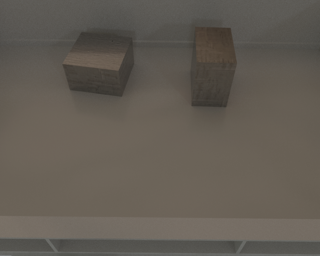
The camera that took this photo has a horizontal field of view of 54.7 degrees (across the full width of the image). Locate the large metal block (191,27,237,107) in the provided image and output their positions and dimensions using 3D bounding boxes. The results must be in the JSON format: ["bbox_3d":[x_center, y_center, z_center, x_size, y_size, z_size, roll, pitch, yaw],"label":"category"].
[{"bbox_3d":[0.073,-0.087,0.443,0.050,0.080,0.080,2,50,1],"label":"large metal block"}]

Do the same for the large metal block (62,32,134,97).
[{"bbox_3d":[-0.089,-0.098,0.470,0.080,0.050,0.080,8,50,6],"label":"large metal block"}]
